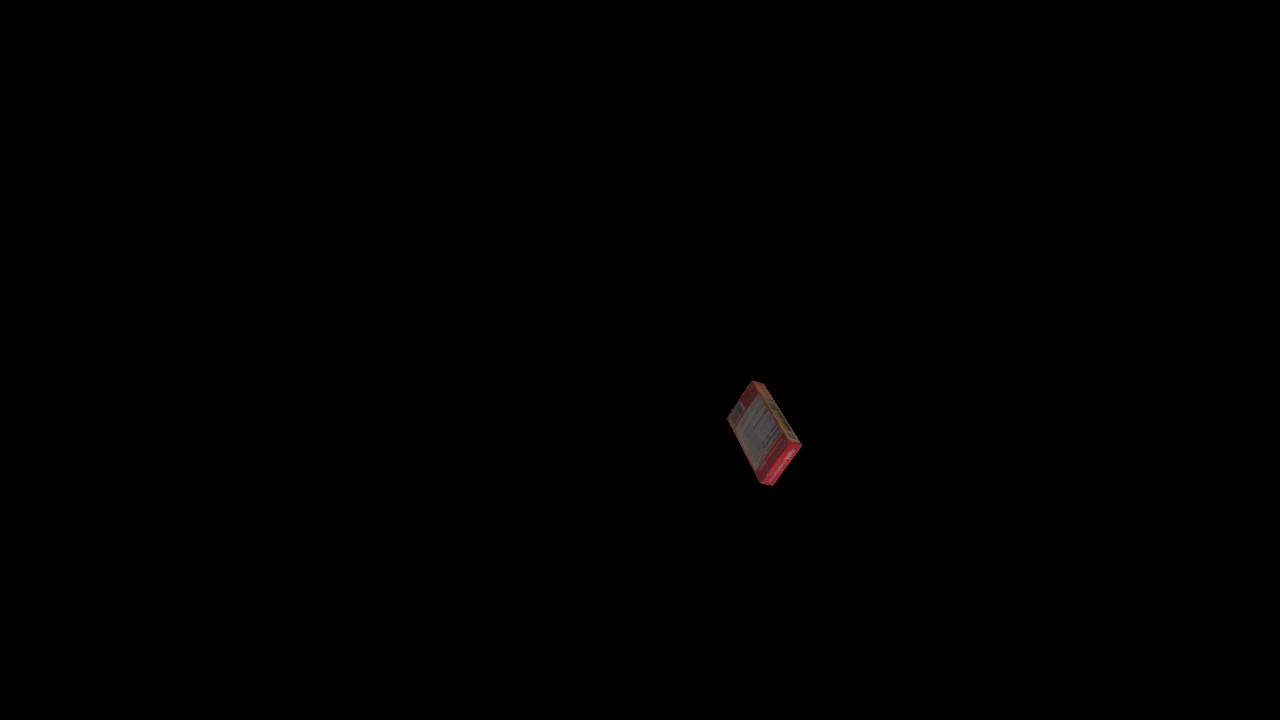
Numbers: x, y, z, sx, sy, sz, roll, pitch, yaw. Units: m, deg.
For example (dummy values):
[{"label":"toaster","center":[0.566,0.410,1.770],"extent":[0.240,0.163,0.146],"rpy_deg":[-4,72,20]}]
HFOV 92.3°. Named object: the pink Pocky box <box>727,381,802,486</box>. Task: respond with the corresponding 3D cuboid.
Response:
[{"label":"pink Pocky box","center":[0.188,0.109,0.945],"extent":[0.029,0.084,0.155],"rpy_deg":[16,28,-23]}]
